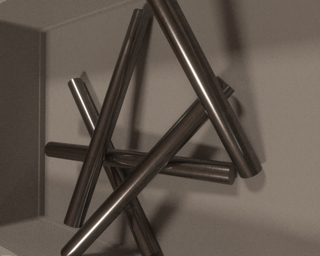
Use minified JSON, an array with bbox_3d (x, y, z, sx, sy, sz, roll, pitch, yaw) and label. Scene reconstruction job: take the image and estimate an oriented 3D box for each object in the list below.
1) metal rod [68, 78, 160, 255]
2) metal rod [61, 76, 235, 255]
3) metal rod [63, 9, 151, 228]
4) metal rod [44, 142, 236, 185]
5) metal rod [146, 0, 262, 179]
[{"bbox_3d":[-0.077,0.047,0.467,0.025,0.025,0.299,-42,65,32],"label":"metal rod"},{"bbox_3d":[-0.025,0.060,0.371,0.299,0.025,0.025,-48,61,15],"label":"metal rod"},{"bbox_3d":[-0.069,-0.016,0.416,0.025,0.025,0.299,15,85,39],"label":"metal rod"},{"bbox_3d":[-0.048,0.042,0.419,0.300,0.025,0.025,4,92,32],"label":"metal rod"},{"bbox_3d":[0.024,-0.081,0.300,0.025,0.025,0.299,-21,104,38],"label":"metal rod"}]
